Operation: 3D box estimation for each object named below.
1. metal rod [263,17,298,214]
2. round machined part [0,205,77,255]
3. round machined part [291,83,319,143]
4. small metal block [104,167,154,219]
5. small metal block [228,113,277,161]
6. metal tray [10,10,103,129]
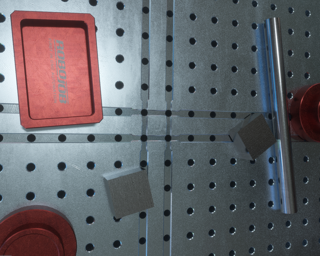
[{"bbox_3d":[0.187,-0.017,0.481,0.025,0.025,0.298,-7,93,-20],"label":"metal rod"},{"bbox_3d":[-0.145,0.141,0.350,0.099,0.042,0.097,0,90,-20],"label":"round machined part"},{"bbox_3d":[0.265,-0.025,0.501,0.099,0.042,0.097,0,90,-20],"label":"round machined part"},{"bbox_3d":[-0.040,0.082,0.398,0.050,0.025,0.050,-14,95,-20],"label":"small metal block"},{"bbox_3d":[0.138,0.013,0.463,0.050,0.025,0.050,-35,102,-17],"label":"small metal block"},{"bbox_3d":[-0.120,-0.067,0.365,0.091,0.030,0.129,-5,92,-20],"label":"metal tray"}]
